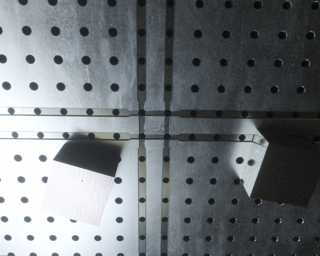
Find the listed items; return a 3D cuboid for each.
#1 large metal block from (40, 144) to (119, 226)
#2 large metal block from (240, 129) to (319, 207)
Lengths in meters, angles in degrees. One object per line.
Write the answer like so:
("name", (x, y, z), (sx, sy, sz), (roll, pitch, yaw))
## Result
("large metal block", (-0.109, 0.078, 0.428), (0.080, 0.050, 0.079), (17, 109, -7))
("large metal block", (0.166, 0.054, 0.423), (0.081, 0.050, 0.079), (11, 110, -5))
